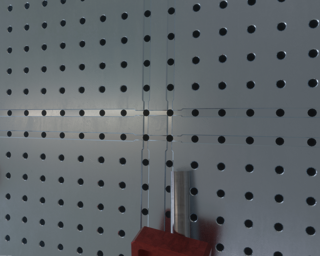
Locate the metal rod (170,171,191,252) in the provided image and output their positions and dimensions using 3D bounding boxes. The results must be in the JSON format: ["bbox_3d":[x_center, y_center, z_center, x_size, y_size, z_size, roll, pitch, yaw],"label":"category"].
[{"bbox_3d":[0.026,0.204,0.377,0.025,0.025,0.298,-4,79,20],"label":"metal rod"}]

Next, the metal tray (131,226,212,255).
[{"bbox_3d":[0.012,0.193,0.383,0.090,0.030,0.129,8,112,19],"label":"metal tray"}]
